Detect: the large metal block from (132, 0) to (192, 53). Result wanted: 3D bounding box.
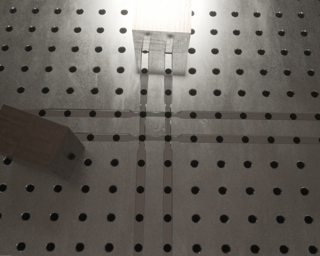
[{"bbox_3d":[0.004,-0.160,0.457,0.081,0.050,0.080,3,70,1],"label":"large metal block"}]

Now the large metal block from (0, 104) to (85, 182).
[{"bbox_3d":[-0.147,0.021,0.373,0.080,0.080,0.050,19,71,6],"label":"large metal block"}]
